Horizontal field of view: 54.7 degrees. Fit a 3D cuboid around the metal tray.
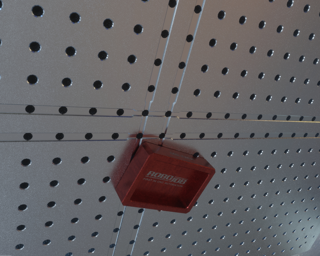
[{"bbox_3d":[0.011,0.079,0.464,0.131,0.030,0.090,19,109,-36],"label":"metal tray"}]
